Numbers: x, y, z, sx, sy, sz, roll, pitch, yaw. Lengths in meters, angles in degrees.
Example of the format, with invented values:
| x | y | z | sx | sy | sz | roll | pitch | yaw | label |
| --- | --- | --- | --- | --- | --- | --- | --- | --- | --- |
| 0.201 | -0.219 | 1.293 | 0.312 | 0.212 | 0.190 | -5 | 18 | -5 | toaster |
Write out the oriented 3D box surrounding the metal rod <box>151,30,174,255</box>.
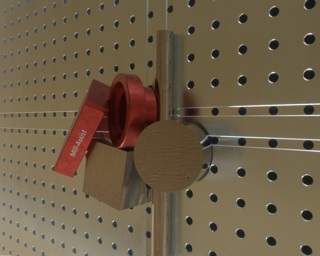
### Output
| x | y | z | sx | sy | sz | roll | pitch | yaw | label |
| --- | --- | --- | --- | --- | --- | --- | --- | --- | --- |
| 0.003 | 0.024 | 0.408 | 0.025 | 0.025 | 0.298 | 1 | 91 | 40 | metal rod |

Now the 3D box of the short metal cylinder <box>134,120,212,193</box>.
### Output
| x | y | z | sx | sy | sz | roll | pitch | yaw | label |
| --- | --- | --- | --- | --- | --- | --- | --- | --- | --- |
| 0.016 | 0.031 | 0.363 | 0.080 | 0.050 | 0.079 | 0 | 90 | 20 | short metal cylinder |

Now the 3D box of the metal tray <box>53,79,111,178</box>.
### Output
| x | y | z | sx | sy | sz | roll | pitch | yaw | label |
| --- | --- | --- | --- | --- | --- | --- | --- | --- | --- |
| -0.118 | 0.000 | 0.471 | 0.129 | 0.030 | 0.090 | -59 | 18 | 23 | metal tray |

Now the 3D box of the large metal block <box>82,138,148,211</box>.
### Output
| x | y | z | sx | sy | sz | roll | pitch | yaw | label |
| --- | --- | --- | --- | --- | --- | --- | --- | --- | --- |
| -0.062 | 0.062 | 0.444 | 0.080 | 0.050 | 0.079 | 14 | 99 | 39 | large metal block |

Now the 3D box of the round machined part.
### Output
| x | y | z | sx | sy | sz | roll | pitch | yaw | label |
| --- | --- | --- | --- | --- | --- | --- | --- | --- | --- |
| -0.036 | -0.022 | 0.412 | 0.098 | 0.042 | 0.097 | -178 | 90 | -65 | round machined part |
